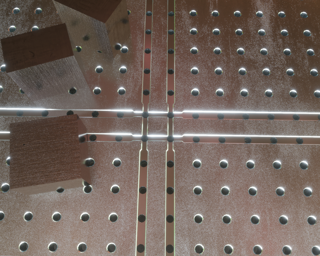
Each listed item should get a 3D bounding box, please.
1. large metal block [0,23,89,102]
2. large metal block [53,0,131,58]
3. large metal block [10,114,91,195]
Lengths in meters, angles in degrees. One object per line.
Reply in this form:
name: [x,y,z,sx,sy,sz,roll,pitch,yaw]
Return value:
large metal block: [-0.149,-0.084,0.413,0.080,0.080,0.050,-17,71,-6]
large metal block: [-0.092,-0.156,0.439,0.080,0.080,0.050,26,72,9]
large metal block: [-0.135,0.034,0.385,0.080,0.050,0.080,-9,70,-3]
